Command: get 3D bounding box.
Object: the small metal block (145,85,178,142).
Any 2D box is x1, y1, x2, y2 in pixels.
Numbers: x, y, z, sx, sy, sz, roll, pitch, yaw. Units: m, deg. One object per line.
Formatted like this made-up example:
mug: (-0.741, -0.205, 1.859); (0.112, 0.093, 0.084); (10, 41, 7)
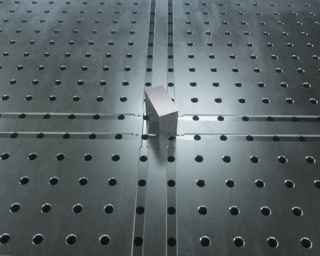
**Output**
small metal block: (0.001, -0.019, 0.408); (0.025, 0.050, 0.050); (-18, 53, -14)
